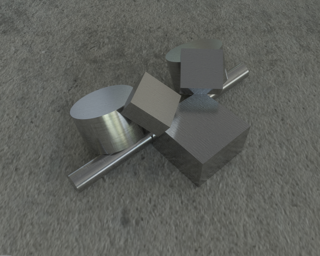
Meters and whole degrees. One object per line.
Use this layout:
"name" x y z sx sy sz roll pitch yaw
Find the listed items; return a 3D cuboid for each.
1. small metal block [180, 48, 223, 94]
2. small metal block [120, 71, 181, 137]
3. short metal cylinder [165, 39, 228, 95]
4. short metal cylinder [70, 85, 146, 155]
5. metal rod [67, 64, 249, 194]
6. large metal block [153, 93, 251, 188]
"small metal block" 0.050 -0.069 0.382 0.050 0.025 0.050 2 81 1
"small metal block" -0.009 -0.027 0.346 0.050 0.025 0.050 33 50 -15
"short metal cylinder" 0.053 -0.089 0.445 0.080 0.050 0.080 -13 31 8
"short metal cylinder" -0.061 -0.012 0.380 0.080 0.050 0.080 -13 31 8
"metal rod" 0.015 -0.012 0.415 0.302 0.025 0.025 -34 58 -26
"large metal block" 0.048 0.010 0.378 0.080 0.050 0.080 -34 58 -26
